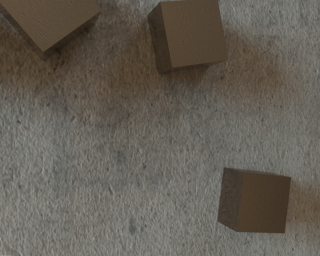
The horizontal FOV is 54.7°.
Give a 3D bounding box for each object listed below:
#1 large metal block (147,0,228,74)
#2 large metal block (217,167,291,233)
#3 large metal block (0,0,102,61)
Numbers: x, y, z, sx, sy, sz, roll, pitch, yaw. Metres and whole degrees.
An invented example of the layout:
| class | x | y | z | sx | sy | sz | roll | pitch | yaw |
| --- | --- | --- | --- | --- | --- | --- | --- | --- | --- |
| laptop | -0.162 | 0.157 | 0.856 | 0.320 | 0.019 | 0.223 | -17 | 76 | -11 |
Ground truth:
| class | x | y | z | sx | sy | sz | roll | pitch | yaw |
| --- | --- | --- | --- | --- | --- | --- | --- | --- | --- |
| large metal block | 0.036 | -0.120 | 0.410 | 0.081 | 0.050 | 0.079 | -12 | 94 | -20 |
| large metal block | 0.135 | 0.103 | 0.448 | 0.081 | 0.050 | 0.080 | 9 | 87 | -20 |
| large metal block | -0.127 | -0.136 | 0.349 | 0.080 | 0.050 | 0.080 | -43 | 104 | -15 |
